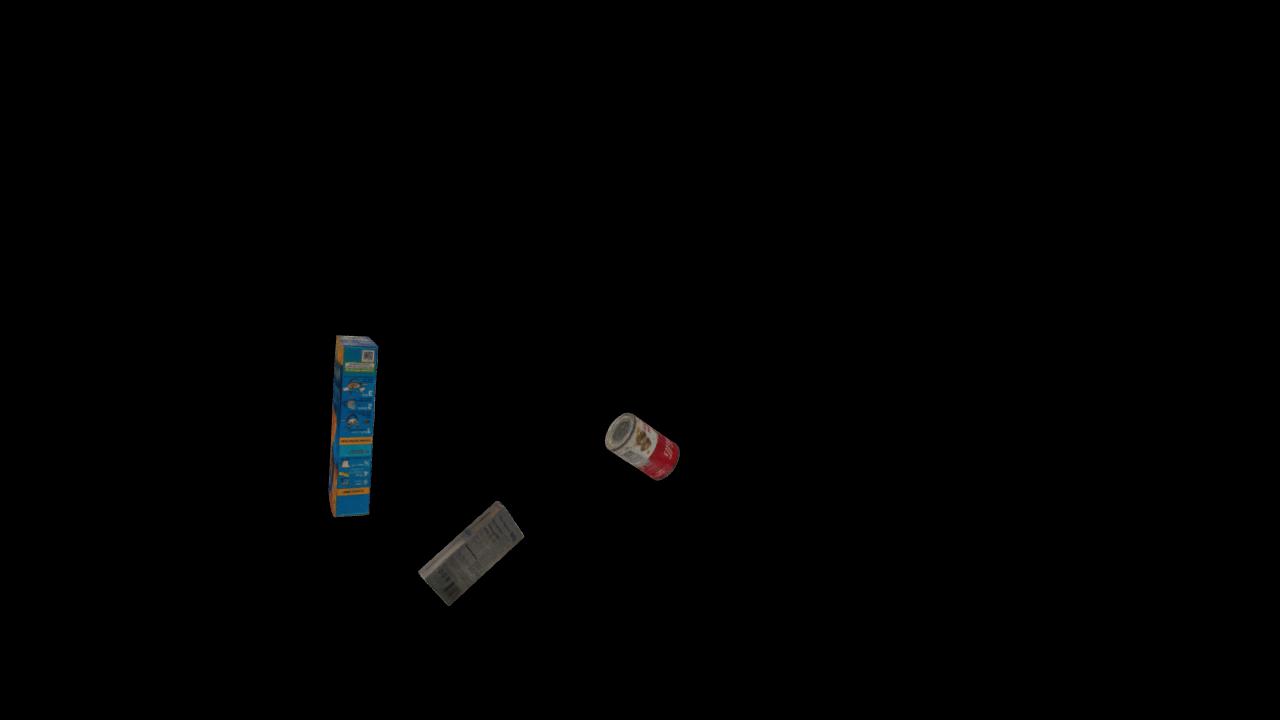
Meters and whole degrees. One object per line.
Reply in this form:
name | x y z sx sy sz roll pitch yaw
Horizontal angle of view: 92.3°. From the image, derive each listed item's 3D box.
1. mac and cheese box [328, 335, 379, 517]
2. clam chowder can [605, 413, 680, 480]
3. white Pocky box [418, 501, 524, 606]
mac and cheese box | -0.317 0.068 0.678 0.041 0.184 0.093 2 7 -31
clam chowder can | 0.003 0.135 0.957 0.102 0.068 0.068 37 -19 -28
white Pocky box | -0.259 0.301 0.960 0.154 0.084 0.028 -41 41 -25
